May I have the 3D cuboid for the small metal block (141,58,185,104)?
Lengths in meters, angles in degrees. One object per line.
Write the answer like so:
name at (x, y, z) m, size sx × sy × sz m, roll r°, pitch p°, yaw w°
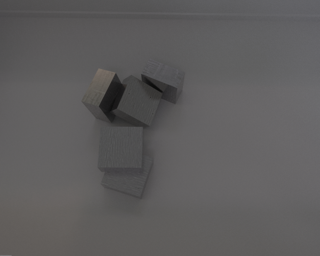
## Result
small metal block at (0.004, -0.062, 0.419) m, size 0.050 × 0.050 × 0.025 m, roll 23°, pitch 72°, yaw 8°

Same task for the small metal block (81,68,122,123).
small metal block at (-0.072, -0.042, 0.409) m, size 0.025 × 0.050 × 0.050 m, roll 17°, pitch 71°, yaw 17°

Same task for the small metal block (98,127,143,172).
small metal block at (-0.046, 0.026, 0.373) m, size 0.050 × 0.025 × 0.050 m, roll 1°, pitch 70°, yaw 0°

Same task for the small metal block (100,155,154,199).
small metal block at (-0.040, 0.056, 0.389) m, size 0.050 × 0.025 × 0.050 m, roll 17°, pitch 71°, yaw 6°

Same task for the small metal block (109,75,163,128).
small metal block at (-0.031, -0.034, 0.409) m, size 0.050 × 0.025 × 0.050 m, roll 29°, pitch 69°, yaw -24°
